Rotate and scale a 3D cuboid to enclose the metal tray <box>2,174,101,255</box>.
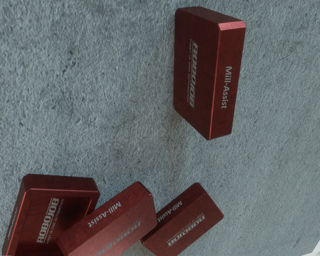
[{"bbox_3d":[-0.142,0.123,0.401,0.091,0.030,0.129,11,113,-33],"label":"metal tray"}]

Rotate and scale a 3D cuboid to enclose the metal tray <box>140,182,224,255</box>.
[{"bbox_3d":[0.037,0.161,0.523,0.130,0.030,0.090,-38,129,-3],"label":"metal tray"}]

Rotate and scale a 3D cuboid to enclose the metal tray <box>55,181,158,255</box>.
[{"bbox_3d":[-0.066,0.142,0.427,0.131,0.030,0.089,-32,140,-24],"label":"metal tray"}]

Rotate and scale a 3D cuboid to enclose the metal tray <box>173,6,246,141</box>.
[{"bbox_3d":[0.050,-0.063,0.352,0.030,0.090,0.129,-14,124,-21],"label":"metal tray"}]
